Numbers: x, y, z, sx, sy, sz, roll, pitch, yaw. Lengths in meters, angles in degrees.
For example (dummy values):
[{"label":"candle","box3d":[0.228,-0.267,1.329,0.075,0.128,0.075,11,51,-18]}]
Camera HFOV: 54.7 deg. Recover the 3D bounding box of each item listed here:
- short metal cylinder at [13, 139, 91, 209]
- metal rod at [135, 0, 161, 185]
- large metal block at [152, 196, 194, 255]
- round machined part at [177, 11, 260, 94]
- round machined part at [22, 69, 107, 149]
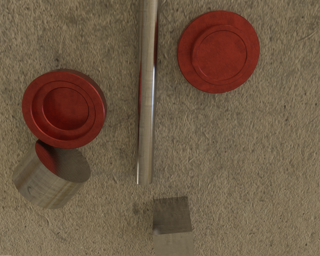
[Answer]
[{"label":"short metal cylinder","box3d":[-0.138,0.057,0.400,0.080,0.080,0.050,39,106,-13]},{"label":"metal rod","box3d":[-0.016,-0.065,0.385,0.025,0.025,0.298,2,110,-1]},{"label":"large metal block","box3d":[0.020,0.155,0.438,0.050,0.080,0.079,-5,110,2]},{"label":"round machined part","box3d":[0.070,-0.088,0.369,0.099,0.042,0.097,0,110,0]},{"label":"round machined part","box3d":[-0.116,-0.026,0.390,0.099,0.042,0.097,0,110,0]}]
